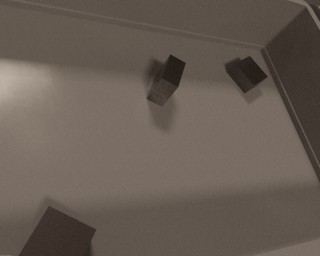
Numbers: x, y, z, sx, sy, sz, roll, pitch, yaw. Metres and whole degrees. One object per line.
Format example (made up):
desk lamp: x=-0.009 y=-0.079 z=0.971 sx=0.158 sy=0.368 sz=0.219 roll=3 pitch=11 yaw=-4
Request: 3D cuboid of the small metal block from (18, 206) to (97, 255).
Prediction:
small metal block: x=-0.096 y=0.109 z=0.288 sx=0.050 sy=0.025 sz=0.050 roll=30 pitch=52 yaw=-9

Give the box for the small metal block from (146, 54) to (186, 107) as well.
small metal block: x=0.009 y=-0.066 z=0.436 sx=0.025 sy=0.050 sz=0.050 roll=27 pitch=52 yaw=-12

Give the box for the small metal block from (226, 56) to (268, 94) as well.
small metal block: x=0.155 y=-0.095 z=0.550 sx=0.050 sy=0.025 sz=0.050 roll=-31 pitch=79 yaw=-38
